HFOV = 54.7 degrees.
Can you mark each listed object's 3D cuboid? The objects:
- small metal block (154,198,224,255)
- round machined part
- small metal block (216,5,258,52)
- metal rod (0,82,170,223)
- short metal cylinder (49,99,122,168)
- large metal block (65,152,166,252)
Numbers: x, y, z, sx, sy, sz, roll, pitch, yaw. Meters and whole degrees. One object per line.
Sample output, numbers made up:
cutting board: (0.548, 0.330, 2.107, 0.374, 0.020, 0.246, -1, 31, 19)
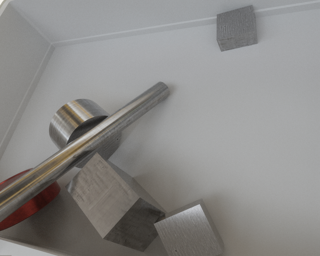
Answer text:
small metal block: (0.029, 0.106, 0.310, 0.050, 0.025, 0.050, -27, 85, 11)
round machined part: (-0.185, 0.087, 0.402, 0.098, 0.042, 0.098, -24, 11, 5)
small metal block: (0.107, -0.139, 0.434, 0.050, 0.025, 0.050, -8, 58, 24)
metal rod: (-0.093, 0.025, 0.356, 0.025, 0.025, 0.302, 23, 47, 36)
short metal cylinder: (-0.100, 0.007, 0.416, 0.080, 0.080, 0.050, -48, 52, -6)
large metal block: (-0.044, 0.083, 0.341, 0.050, 0.080, 0.080, -48, 52, -5)
